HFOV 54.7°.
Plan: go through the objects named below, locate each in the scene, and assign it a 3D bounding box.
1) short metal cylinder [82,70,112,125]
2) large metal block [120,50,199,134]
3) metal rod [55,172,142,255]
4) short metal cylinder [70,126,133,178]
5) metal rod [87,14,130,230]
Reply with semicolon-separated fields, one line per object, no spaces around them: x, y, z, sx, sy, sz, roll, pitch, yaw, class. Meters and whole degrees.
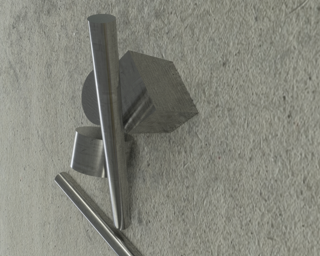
-0.067;-0.044;0.444;0.080;0.050;0.079;0;90;40;short metal cylinder
-0.010;-0.040;0.377;0.050;0.081;0.080;-38;67;34;large metal block
-0.074;0.160;0.465;0.300;0.025;0.025;35;112;34;metal rod
-0.082;0.032;0.437;0.080;0.081;0.050;19;102;38;short metal cylinder
-0.054;0.021;0.363;0.025;0.025;0.298;33;138;35;metal rod
